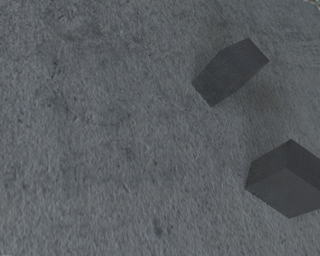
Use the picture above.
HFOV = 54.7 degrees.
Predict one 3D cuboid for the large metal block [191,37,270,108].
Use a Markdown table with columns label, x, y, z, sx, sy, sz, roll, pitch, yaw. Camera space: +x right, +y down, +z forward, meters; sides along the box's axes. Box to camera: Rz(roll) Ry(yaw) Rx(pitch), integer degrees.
| label | x | y | z | sx | sy | sz | roll | pitch | yaw |
| --- | --- | --- | --- | --- | --- | --- | --- | --- | --- |
| large metal block | 0.109 | -0.086 | 0.482 | 0.081 | 0.080 | 0.050 | -31 | 80 | -38 |

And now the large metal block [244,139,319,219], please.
| label | x | y | z | sx | sy | sz | roll | pitch | yaw |
| --- | --- | --- | --- | --- | --- | --- | --- | --- | --- |
| large metal block | 0.178 | 0.072 | 0.423 | 0.080 | 0.080 | 0.050 | 34 | 51 | -6 |
